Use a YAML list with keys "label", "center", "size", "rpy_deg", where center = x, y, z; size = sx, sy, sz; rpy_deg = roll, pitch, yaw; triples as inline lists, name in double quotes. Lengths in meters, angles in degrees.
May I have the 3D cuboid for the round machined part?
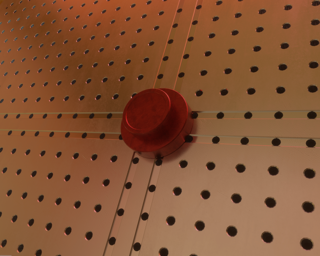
- label: "round machined part"
  center: [-0.010, -0.013, 0.409]
  size: [0.098, 0.042, 0.098]
  rpy_deg: [-13, 56, 20]
